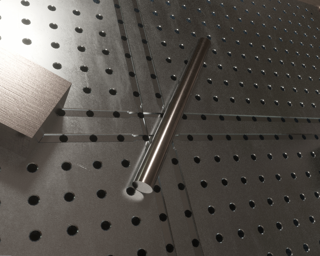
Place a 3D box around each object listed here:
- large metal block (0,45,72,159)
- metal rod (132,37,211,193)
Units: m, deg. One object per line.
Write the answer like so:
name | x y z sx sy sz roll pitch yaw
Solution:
large metal block | -0.153 -0.027 0.327 0.080 0.050 0.080 29 52 -10
metal rod | 0.028 -0.040 0.449 0.025 0.025 0.301 31 51 -9
